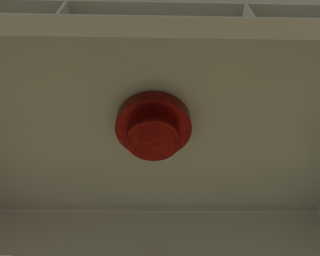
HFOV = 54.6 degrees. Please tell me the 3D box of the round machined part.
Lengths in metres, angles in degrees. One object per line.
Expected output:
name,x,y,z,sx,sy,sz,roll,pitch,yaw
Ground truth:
round machined part,-0.008,0.005,0.398,0.099,0.042,0.097,0,130,0
